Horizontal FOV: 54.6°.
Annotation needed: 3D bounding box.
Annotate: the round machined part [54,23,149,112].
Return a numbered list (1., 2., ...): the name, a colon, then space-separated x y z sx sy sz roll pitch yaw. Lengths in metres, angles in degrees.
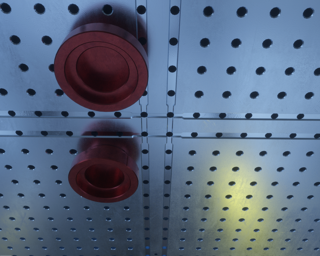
1. round machined part: -0.061 -0.069 0.342 0.099 0.042 0.097 0 130 0

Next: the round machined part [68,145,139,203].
1. round machined part: -0.080 0.063 0.453 0.099 0.042 0.097 0 130 0
